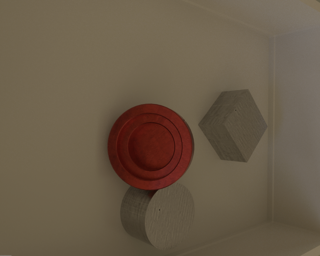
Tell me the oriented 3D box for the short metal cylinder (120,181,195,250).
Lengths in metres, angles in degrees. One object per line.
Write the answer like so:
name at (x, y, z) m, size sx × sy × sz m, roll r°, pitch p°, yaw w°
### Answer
short metal cylinder at (-0.002, 0.106, 0.391) m, size 0.081 × 0.050 × 0.079 m, roll 0°, pitch 90°, yaw -40°

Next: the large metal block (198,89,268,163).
large metal block at (0.118, -0.004, 0.492) m, size 0.080 × 0.050 × 0.080 m, roll -51°, pitch 121°, yaw -28°

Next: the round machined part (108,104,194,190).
round machined part at (-0.008, 0.022, 0.367) m, size 0.042 × 0.098 × 0.097 m, roll 9°, pitch 83°, yaw -77°
